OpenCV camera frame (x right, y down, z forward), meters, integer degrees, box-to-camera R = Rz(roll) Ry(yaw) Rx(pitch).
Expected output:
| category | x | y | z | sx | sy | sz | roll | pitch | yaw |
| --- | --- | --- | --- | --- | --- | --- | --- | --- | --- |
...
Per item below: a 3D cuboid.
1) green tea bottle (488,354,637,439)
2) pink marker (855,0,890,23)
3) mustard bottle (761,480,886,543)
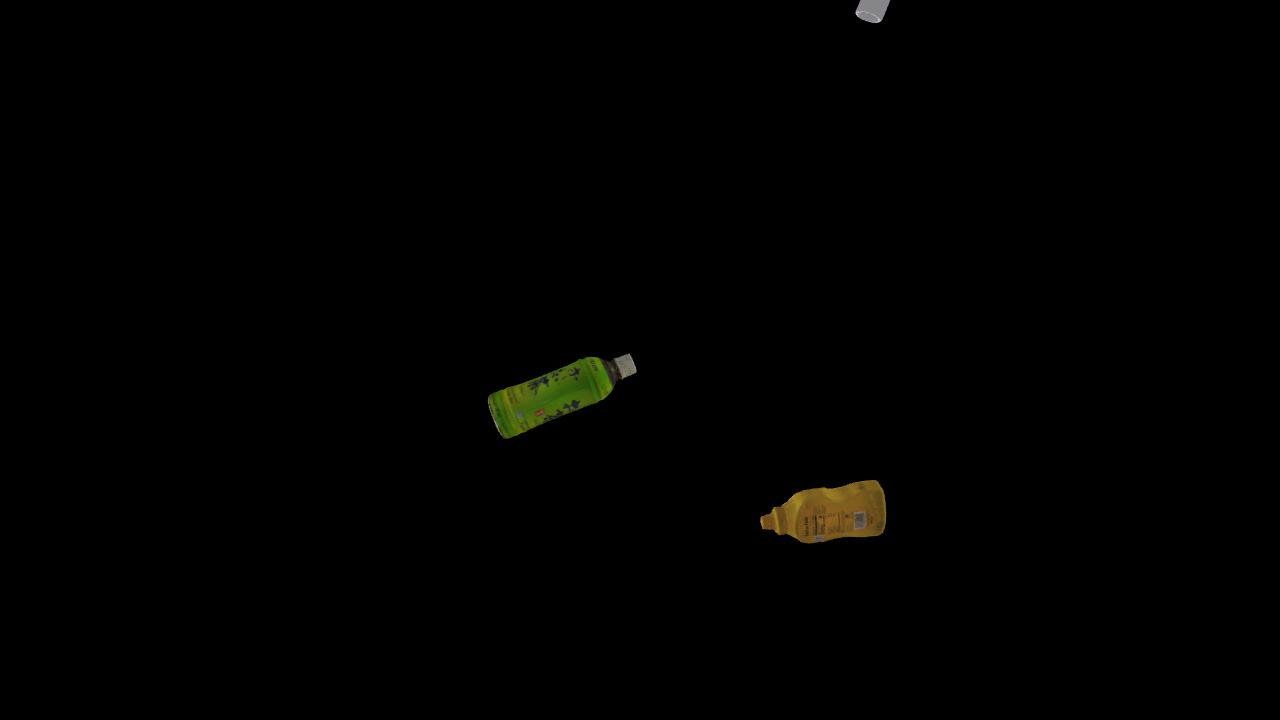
| category | x | y | z | sx | sy | sz | roll | pitch | yaw |
| --- | --- | --- | --- | --- | --- | --- | --- | --- | --- |
| green tea bottle | -0.107 | 0.042 | 0.881 | 0.212 | 0.073 | 0.073 | -23 | 3 | -8 |
| pink marker | 0.176 | -0.287 | 0.401 | 0.020 | 0.121 | 0.020 | 20 | 15 | -6 |
| mustard bottle | 0.275 | 0.236 | 0.936 | 0.184 | 0.092 | 0.054 | -8 | 30 | 1 |
